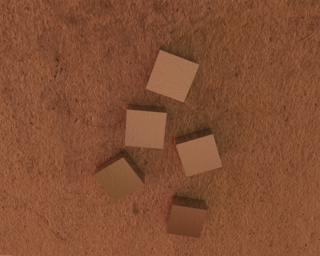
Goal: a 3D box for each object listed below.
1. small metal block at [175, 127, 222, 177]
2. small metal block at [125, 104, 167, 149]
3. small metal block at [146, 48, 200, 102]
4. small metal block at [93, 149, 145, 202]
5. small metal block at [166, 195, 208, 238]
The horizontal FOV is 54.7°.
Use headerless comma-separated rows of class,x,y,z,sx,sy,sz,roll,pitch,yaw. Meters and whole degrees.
small metal block,0.052,0.033,0.422,0.050,0.025,0.050,-17,109,6
small metal block,-0.019,-0.002,0.409,0.050,0.025,0.050,5,110,-2
small metal block,0.015,-0.066,0.385,0.050,0.025,0.050,19,109,-7
small metal block,-0.056,0.067,0.434,0.050,0.025,0.050,-32,107,11
small metal block,0.038,0.131,0.458,0.050,0.025,0.050,10,110,-4
